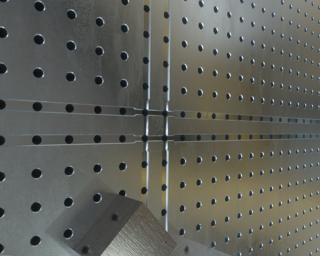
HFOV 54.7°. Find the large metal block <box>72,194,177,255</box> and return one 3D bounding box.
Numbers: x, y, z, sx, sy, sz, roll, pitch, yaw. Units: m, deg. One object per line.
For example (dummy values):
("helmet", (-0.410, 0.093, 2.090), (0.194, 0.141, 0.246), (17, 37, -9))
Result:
("large metal block", (-0.038, 0.139, 0.363), (0.080, 0.050, 0.080), (-49, 119, -29))

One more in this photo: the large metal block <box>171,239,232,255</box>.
("large metal block", (0.045, 0.203, 0.414), (0.081, 0.080, 0.050), (-25, 106, -38))
